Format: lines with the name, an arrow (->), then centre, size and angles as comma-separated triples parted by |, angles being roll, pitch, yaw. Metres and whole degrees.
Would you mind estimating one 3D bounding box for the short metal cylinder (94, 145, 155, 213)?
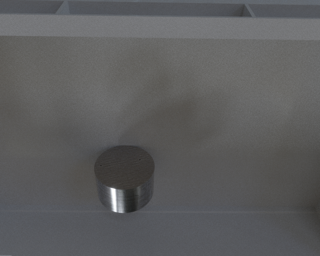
short metal cylinder -> -0.048, 0.070, 0.432 | 0.080, 0.080, 0.050 | 2, 130, -2
